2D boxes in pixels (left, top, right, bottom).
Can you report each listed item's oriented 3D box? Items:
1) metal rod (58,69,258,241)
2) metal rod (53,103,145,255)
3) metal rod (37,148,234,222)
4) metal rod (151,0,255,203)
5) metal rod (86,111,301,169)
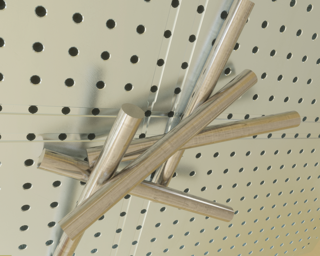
[{"bbox_3d":[0.013,0.018,0.371,0.301,0.025,0.025,-39,131,-20],"label":"metal rod"},{"bbox_3d":[-0.090,0.096,0.383,0.025,0.025,0.298,8,126,-32],"label":"metal rod"},{"bbox_3d":[-0.014,0.087,0.428,0.302,0.025,0.025,23,106,-27],"label":"metal rod"},{"bbox_3d":[0.046,-0.024,0.420,0.025,0.025,0.298,10,113,-33],"label":"metal rod"},{"bbox_3d":[0.056,0.011,0.413,0.302,0.025,0.025,-10,123,-17],"label":"metal rod"}]
